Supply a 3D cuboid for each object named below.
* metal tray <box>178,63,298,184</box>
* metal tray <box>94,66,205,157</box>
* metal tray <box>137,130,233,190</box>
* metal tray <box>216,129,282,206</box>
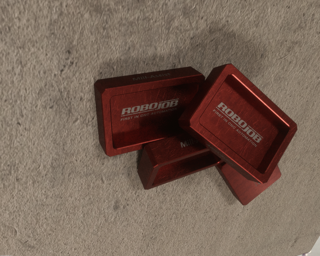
[{"bbox_3d":[0.098,-0.004,0.379,0.130,0.030,0.090,38,78,-17],"label":"metal tray"},{"bbox_3d":[-0.011,-0.022,0.385,0.131,0.030,0.089,-12,124,-22],"label":"metal tray"},{"bbox_3d":[0.039,0.037,0.423,0.131,0.030,0.090,-16,155,-20],"label":"metal tray"},{"bbox_3d":[0.152,0.068,0.531,0.090,0.030,0.130,-38,130,-3],"label":"metal tray"}]
